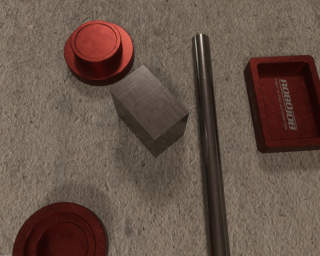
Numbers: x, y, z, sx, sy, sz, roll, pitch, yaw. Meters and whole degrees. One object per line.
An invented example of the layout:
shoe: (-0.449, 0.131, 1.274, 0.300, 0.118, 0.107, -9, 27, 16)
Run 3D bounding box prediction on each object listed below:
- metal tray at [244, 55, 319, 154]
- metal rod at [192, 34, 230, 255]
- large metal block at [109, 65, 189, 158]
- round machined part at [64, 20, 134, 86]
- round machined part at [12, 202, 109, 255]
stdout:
metal tray: (0.171, -0.034, 0.419, 0.091, 0.030, 0.129, -3, 70, -2)
metal rod: (0.064, 0.009, 0.405, 0.025, 0.025, 0.299, -1, 70, -1)
large metal block: (-0.013, -0.017, 0.385, 0.050, 0.080, 0.080, -39, 75, -13)
round machined part: (-0.087, -0.112, 0.439, 0.099, 0.042, 0.098, 0, 70, -1)
round machined part: (-0.107, 0.135, 0.348, 0.099, 0.042, 0.098, 0, 70, -1)
